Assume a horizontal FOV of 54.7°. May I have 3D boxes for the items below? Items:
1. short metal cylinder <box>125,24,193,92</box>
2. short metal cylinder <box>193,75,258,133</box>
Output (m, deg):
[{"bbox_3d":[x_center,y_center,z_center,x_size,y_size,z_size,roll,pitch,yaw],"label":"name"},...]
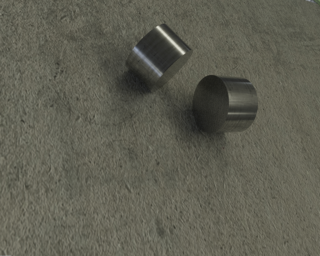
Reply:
[{"bbox_3d":[-0.001,-0.095,0.426,0.050,0.080,0.080,46,51,3],"label":"short metal cylinder"},{"bbox_3d":[0.090,-0.033,0.437,0.050,0.080,0.080,-1,63,-29],"label":"short metal cylinder"}]
